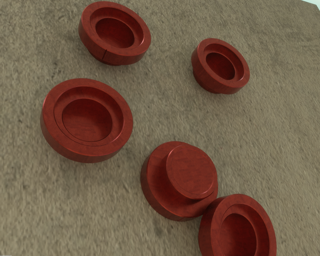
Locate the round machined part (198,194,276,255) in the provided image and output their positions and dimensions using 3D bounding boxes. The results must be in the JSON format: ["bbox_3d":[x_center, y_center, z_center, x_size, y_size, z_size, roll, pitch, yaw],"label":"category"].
[{"bbox_3d":[0.083,0.128,0.355,0.099,0.042,0.098,13,64,-29],"label":"round machined part"}]

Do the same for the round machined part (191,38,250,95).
[{"bbox_3d":[0.093,-0.095,0.503,0.099,0.042,0.098,14,56,-21],"label":"round machined part"}]

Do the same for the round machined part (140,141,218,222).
[{"bbox_3d":[0.030,0.059,0.374,0.099,0.042,0.098,14,56,-21],"label":"round machined part"}]

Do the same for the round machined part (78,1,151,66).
[{"bbox_3d":[-0.066,-0.127,0.436,0.099,0.042,0.098,14,56,-21],"label":"round machined part"}]

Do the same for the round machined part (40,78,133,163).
[{"bbox_3d":[-0.084,-0.005,0.352,0.099,0.042,0.098,14,56,-21],"label":"round machined part"}]
